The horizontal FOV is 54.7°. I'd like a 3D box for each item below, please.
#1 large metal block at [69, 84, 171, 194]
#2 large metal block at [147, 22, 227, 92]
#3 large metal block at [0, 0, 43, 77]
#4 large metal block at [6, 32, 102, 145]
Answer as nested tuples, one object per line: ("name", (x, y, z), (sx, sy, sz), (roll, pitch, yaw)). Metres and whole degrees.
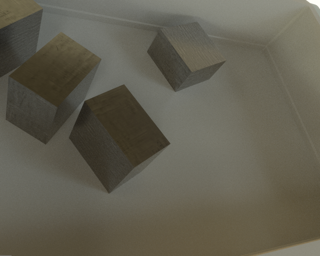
("large metal block", (-0.047, 0.014, 0.336), (0.050, 0.080, 0.080), (-31, 79, -38))
("large metal block", (0.041, -0.112, 0.480), (0.081, 0.050, 0.080), (-25, 75, -37))
("large metal block", (-0.180, -0.101, 0.335), (0.050, 0.080, 0.080), (41, 51, -1))
("large metal block", (-0.115, -0.041, 0.333), (0.050, 0.080, 0.080), (34, 51, -6))
